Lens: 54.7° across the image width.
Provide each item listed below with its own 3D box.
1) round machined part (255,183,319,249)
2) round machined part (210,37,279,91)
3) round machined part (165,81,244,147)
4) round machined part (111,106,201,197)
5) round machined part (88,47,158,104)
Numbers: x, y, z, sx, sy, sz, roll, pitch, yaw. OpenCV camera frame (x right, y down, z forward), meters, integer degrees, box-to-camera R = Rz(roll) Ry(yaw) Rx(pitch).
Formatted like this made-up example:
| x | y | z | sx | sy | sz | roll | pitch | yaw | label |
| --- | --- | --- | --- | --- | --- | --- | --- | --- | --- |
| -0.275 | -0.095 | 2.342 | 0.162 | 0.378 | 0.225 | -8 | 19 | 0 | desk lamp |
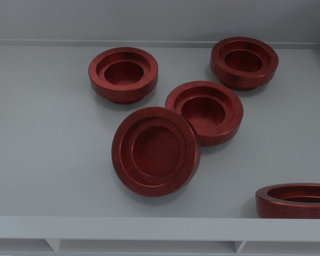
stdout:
| x | y | z | sx | sy | sz | roll | pitch | yaw | label |
| --- | --- | --- | --- | --- | --- | --- | --- | --- | --- |
| 0.146 | 0.084 | 0.302 | 0.099 | 0.098 | 0.042 | -4 | 90 | -4 | round machined part |
| 0.126 | -0.094 | 0.475 | 0.099 | 0.042 | 0.098 | 0 | 50 | 0 | round machined part |
| 0.056 | -0.014 | 0.407 | 0.099 | 0.042 | 0.098 | 0 | 50 | 0 | round machined part |
| -0.002 | 0.027 | 0.351 | 0.098 | 0.042 | 0.097 | -3 | 82 | 20 | round machined part |
| -0.052 | -0.073 | 0.454 | 0.099 | 0.042 | 0.098 | 0 | 50 | 0 | round machined part |
